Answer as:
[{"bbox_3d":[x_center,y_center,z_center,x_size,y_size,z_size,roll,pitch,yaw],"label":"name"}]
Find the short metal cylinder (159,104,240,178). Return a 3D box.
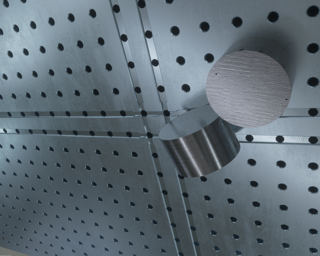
[{"bbox_3d":[0.046,0.013,0.360,0.080,0.080,0.050,-16,110,34],"label":"short metal cylinder"}]

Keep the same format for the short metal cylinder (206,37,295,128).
[{"bbox_3d":[0.093,-0.047,0.317,0.080,0.050,0.079,13,124,21],"label":"short metal cylinder"}]
